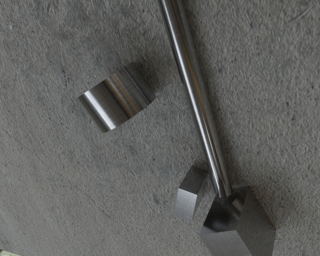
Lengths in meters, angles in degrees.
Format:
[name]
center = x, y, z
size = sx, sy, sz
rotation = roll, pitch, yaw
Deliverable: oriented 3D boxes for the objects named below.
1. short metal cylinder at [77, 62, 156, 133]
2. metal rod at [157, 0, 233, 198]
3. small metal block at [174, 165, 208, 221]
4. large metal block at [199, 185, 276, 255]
[short metal cylinder]
center = -0.052, -0.037, 0.374
size = 0.080, 0.080, 0.050
rotation = -24, 105, 36
[metal rod]
center = 0.040, -0.046, 0.356
size = 0.025, 0.025, 0.298
rotation = -5, 116, 30
[small metal block]
center = 0.043, 0.088, 0.421
size = 0.025, 0.050, 0.050
rotation = 18, 125, 18
[large metal block]
center = 0.104, 0.135, 0.400
size = 0.050, 0.080, 0.080
rotation = -23, 106, 36
